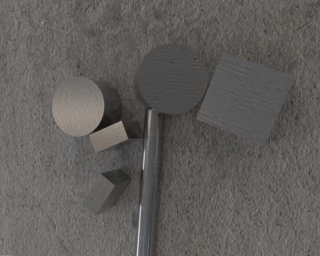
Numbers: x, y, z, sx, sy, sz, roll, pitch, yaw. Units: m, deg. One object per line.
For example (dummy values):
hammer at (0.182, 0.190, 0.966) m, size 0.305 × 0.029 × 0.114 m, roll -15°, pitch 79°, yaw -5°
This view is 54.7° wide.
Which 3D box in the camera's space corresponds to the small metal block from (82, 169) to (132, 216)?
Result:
small metal block at (-0.071, 0.086, 0.421) m, size 0.025 × 0.050 × 0.050 m, roll 37°, pitch 102°, yaw 16°

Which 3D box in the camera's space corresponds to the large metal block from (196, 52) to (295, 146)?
large metal block at (0.099, -0.032, 0.361) m, size 0.080 × 0.050 × 0.080 m, roll 23°, pitch 98°, yaw 18°

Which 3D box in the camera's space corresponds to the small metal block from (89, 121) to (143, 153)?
small metal block at (-0.057, 0.011, 0.416) m, size 0.050 × 0.050 × 0.025 m, roll -23°, pitch 83°, yaw 18°

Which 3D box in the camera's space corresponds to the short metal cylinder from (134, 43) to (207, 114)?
short metal cylinder at (0.010, -0.056, 0.374) m, size 0.081 × 0.050 × 0.079 m, roll 0°, pitch 92°, yaw -10°

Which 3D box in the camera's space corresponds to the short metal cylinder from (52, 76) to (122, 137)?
short metal cylinder at (-0.100, -0.029, 0.431) m, size 0.080 × 0.050 × 0.080 m, roll 0°, pitch 90°, yaw 20°

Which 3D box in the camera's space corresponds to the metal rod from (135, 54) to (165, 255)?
metal rod at (-0.012, 0.051, 0.413) m, size 0.025 × 0.025 × 0.298 m, roll 5°, pitch 92°, yaw 20°
